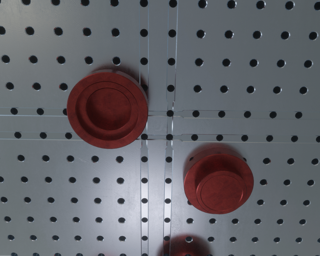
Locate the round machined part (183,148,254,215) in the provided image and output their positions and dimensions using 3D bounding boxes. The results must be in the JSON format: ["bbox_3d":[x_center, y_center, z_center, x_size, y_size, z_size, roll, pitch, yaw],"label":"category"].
[{"bbox_3d":[0.083,0.081,0.435,0.099,0.042,0.097,0,110,0],"label":"round machined part"}]

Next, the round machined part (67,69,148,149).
[{"bbox_3d":[-0.063,-0.026,0.394,0.099,0.042,0.097,0,110,0],"label":"round machined part"}]
